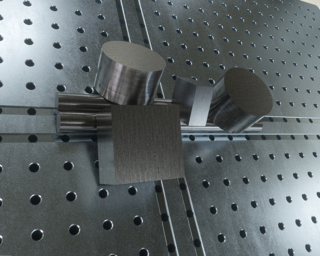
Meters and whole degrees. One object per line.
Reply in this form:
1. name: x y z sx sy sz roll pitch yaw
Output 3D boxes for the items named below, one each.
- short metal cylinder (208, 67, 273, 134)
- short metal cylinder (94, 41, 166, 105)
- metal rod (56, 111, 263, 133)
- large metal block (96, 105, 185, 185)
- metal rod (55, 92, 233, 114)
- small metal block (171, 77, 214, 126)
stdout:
1. short metal cylinder: 0.110 -0.039 0.439 0.081 0.050 0.080 14 56 -21
2. short metal cylinder: -0.038 -0.069 0.391 0.081 0.050 0.080 15 33 -9
3. metal rod: 0.020 -0.006 0.418 0.303 0.025 0.025 0 62 -28
4. large metal block: -0.023 0.019 0.346 0.081 0.050 0.080 -1 82 -29
5. metal rod: 0.014 -0.028 0.428 0.303 0.025 0.025 0 62 -28
6. small metal block: 0.039 -0.034 0.393 0.025 0.050 0.050 1 19 -28
